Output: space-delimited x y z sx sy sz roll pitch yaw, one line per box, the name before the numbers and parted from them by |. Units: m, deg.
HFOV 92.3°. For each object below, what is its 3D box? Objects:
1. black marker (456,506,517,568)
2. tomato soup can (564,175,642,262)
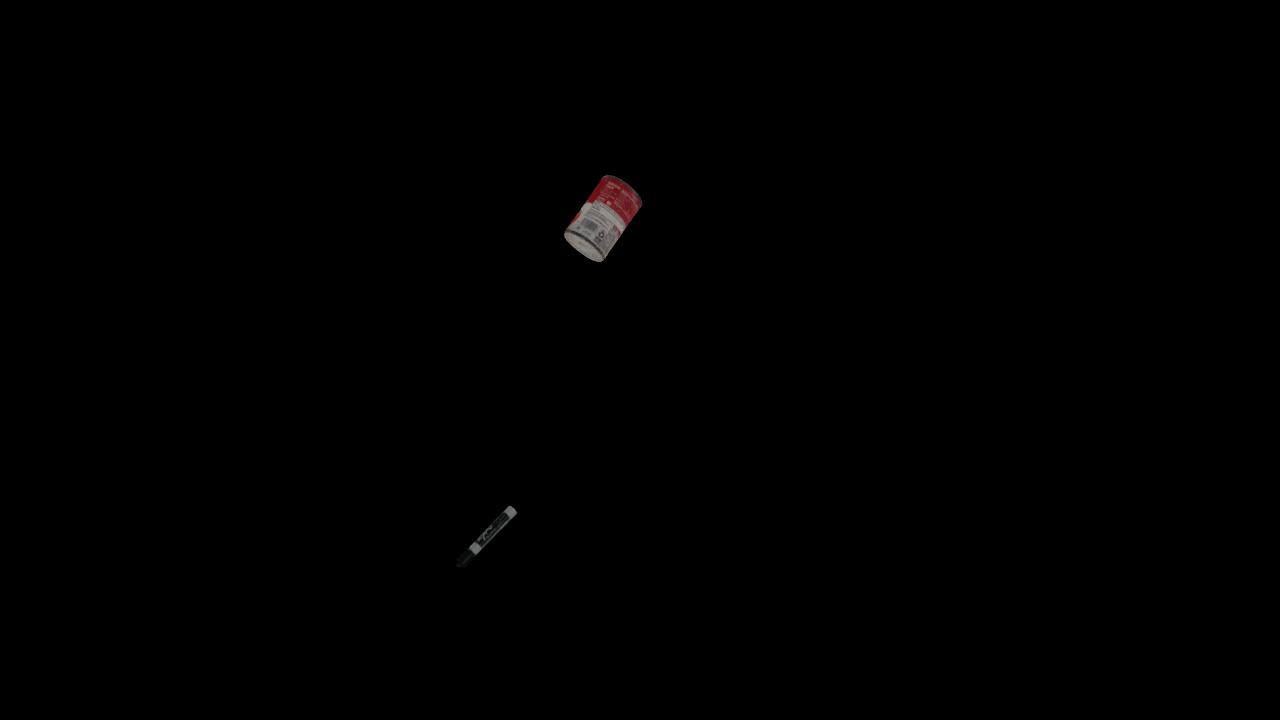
black marker | -0.244 0.281 0.979 0.020 0.020 0.121 0 36 46
tomato soup can | -0.051 -0.195 0.855 0.068 0.101 0.068 31 -11 7
